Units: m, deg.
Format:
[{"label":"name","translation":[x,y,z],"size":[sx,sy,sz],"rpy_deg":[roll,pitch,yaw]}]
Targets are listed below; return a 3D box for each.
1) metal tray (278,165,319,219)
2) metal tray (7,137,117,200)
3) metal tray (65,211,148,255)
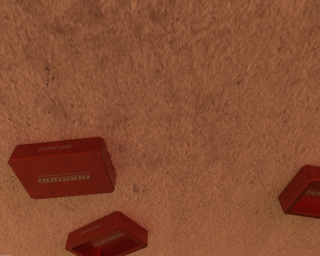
[{"label":"metal tray","translation":[0.273,0.109,0.501],"size":[0.131,0.030,0.089],"rpy_deg":[11,129,-10]},{"label":"metal tray","translation":[-0.138,0.061,0.454],"size":[0.131,0.030,0.089],"rpy_deg":[-6,130,4]},{"label":"metal tray","translation":[-0.099,0.211,0.581],"size":[0.130,0.030,0.090],"rpy_deg":[-30,125,22]}]
